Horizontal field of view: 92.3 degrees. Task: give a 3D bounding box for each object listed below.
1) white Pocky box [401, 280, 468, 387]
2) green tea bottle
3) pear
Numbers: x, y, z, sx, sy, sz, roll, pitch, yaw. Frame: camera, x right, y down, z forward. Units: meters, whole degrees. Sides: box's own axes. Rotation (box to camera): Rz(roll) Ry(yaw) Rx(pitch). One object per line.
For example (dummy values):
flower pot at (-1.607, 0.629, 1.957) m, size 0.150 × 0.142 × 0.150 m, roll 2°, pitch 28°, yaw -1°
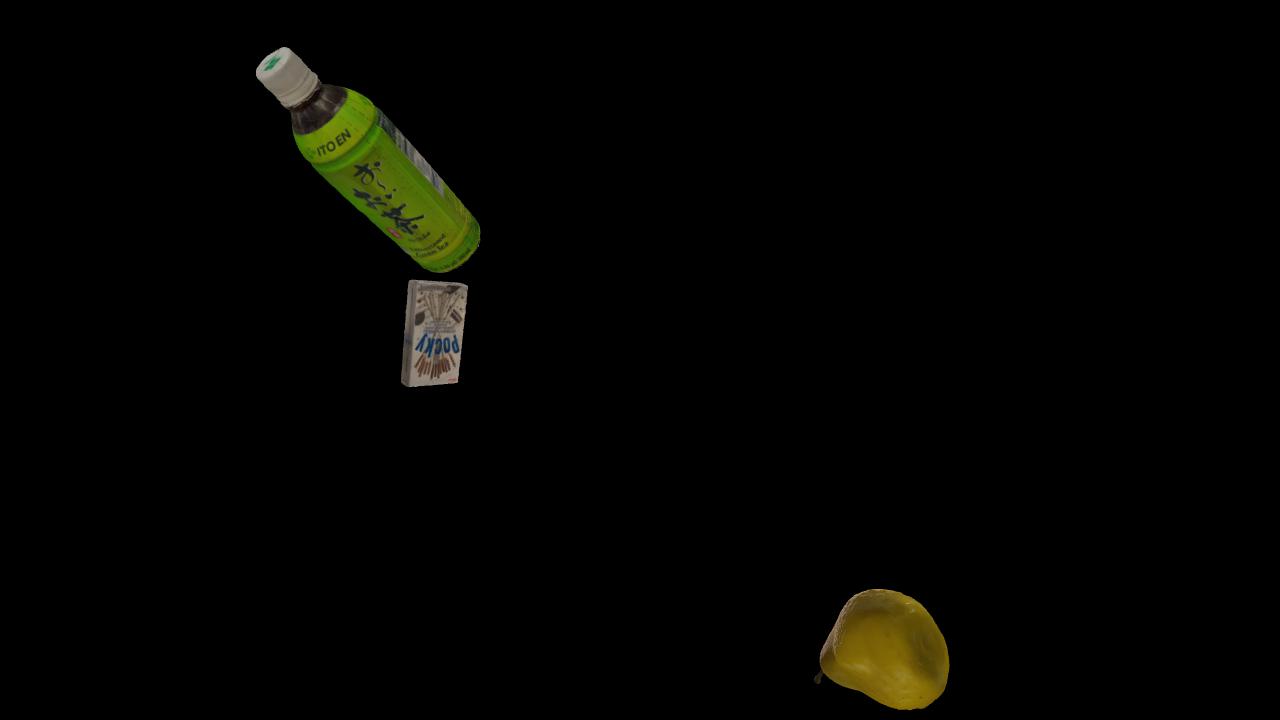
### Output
white Pocky box at (-0.303, -0.039, 0.905) m, size 0.028 × 0.154 × 0.084 m, roll 18°, pitch 14°, yaw 39°
green tea bottle at (-0.216, -0.157, 0.507) m, size 0.073 × 0.073 × 0.212 m, roll 0°, pitch -28°, yaw 22°
pear at (0.166, 0.215, 0.456) m, size 0.080 × 0.080 × 0.111 m, roll 0°, pitch -24°, yaw -40°
